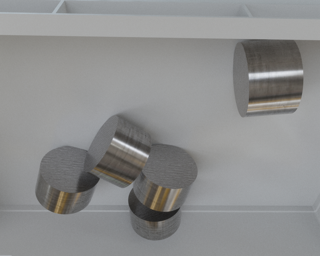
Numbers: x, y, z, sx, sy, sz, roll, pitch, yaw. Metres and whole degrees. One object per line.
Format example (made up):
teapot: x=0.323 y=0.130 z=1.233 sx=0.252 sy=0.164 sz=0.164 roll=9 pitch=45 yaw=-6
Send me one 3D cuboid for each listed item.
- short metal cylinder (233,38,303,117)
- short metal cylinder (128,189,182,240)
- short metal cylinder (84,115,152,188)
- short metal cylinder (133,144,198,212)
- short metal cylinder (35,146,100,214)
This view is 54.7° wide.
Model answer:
short metal cylinder: x=0.111 y=-0.053 z=0.330 sx=0.050 sy=0.080 sz=0.080 roll=-5 pitch=130 yaw=3
short metal cylinder: x=-0.007 y=0.124 z=0.479 sx=0.081 sy=0.080 sz=0.050 roll=-1 pitch=130 yaw=0
short metal cylinder: x=-0.055 y=0.030 z=0.398 sx=0.050 sy=0.080 sz=0.080 roll=30 pitch=124 yaw=-24
short metal cylinder: x=0.006 y=0.068 z=0.431 sx=0.081 sy=0.080 sz=0.050 roll=10 pitch=129 yaw=-9
short metal cylinder: x=-0.128 y=0.072 z=0.433 sx=0.081 sy=0.080 sz=0.050 roll=16 pitch=128 yaw=-14
